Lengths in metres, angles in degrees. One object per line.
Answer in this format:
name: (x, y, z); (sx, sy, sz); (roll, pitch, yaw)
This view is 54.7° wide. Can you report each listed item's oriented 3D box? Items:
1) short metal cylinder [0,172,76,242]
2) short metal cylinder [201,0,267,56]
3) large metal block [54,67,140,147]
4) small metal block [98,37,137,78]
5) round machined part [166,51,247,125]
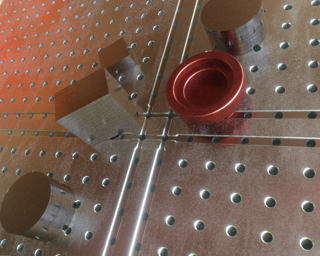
short metal cylinder: (-0.160, 0.104, 0.410); (0.080, 0.050, 0.080); (-13, 56, 20)
short metal cylinder: (0.103, -0.146, 0.427); (0.080, 0.050, 0.080); (-13, 56, 20)
large metal block: (-0.087, -0.026, 0.433); (0.080, 0.080, 0.050); (-26, 53, 12)
small metal block: (-0.071, -0.116, 0.515); (0.050, 0.025, 0.050); (-28, 52, 10)
round machined part: (0.061, -0.046, 0.393); (0.098, 0.042, 0.098); (-13, 56, 20)
